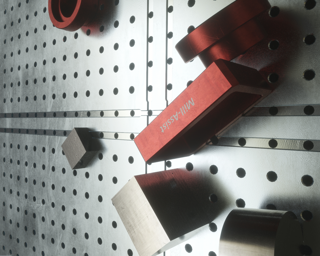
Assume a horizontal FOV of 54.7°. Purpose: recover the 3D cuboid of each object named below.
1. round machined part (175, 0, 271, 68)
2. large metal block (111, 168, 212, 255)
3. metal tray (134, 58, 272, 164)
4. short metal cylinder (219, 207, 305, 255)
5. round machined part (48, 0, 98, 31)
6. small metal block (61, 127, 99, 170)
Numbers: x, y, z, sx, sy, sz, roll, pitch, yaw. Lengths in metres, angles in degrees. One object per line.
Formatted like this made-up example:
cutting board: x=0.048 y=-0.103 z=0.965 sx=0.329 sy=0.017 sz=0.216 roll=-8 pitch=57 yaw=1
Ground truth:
round machined part: x=0.068 y=-0.092 z=0.313 sx=0.098 sy=0.099 sz=0.042 roll=-29 pitch=98 yaw=36
large metal block: x=0.002 y=0.100 z=0.372 sx=0.050 sy=0.081 sz=0.080 roll=-48 pitch=62 yaw=29
metal tray: x=0.044 y=-0.013 z=0.329 sx=0.129 sy=0.091 sz=0.030 roll=-43 pitch=66 yaw=31
short metal cylinder: x=0.098 y=0.118 z=0.293 sx=0.050 sy=0.081 sz=0.080 roll=-7 pitch=86 yaw=40
round machined part: x=-0.141 y=-0.209 z=0.515 sx=0.098 sy=0.042 sz=0.097 roll=0 pitch=90 yaw=40
small metal block: x=-0.136 y=0.034 z=0.522 sx=0.050 sy=0.025 sz=0.050 roll=-47 pitch=62 yaw=29
